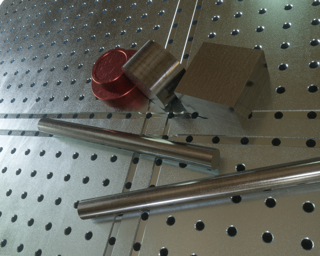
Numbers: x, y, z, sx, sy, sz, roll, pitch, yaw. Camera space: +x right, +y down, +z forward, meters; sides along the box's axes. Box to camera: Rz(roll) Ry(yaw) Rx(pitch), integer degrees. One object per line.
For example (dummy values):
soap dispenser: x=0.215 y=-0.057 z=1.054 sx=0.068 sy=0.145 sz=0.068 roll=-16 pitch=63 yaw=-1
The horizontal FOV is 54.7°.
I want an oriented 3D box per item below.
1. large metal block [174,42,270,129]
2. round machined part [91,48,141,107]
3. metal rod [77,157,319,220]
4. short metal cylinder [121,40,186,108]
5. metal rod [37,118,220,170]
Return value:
large metal block: x=0.078 y=-0.055 z=0.384 sx=0.080 sy=0.050 sz=0.080 roll=20 pitch=72 yaw=35
round machined part: x=-0.066 y=-0.085 z=0.483 sx=0.098 sy=0.042 sz=0.098 roll=-13 pitch=56 yaw=20
metal rod: x=0.040 y=0.069 z=0.343 sx=0.301 sy=0.025 sz=0.025 roll=-14 pitch=56 yaw=19
short metal cylinder: x=-0.006 y=-0.071 z=0.419 sx=0.050 sy=0.080 sz=0.080 roll=-47 pitch=52 yaw=-4
metal rod: x=-0.063 y=0.016 z=0.430 sx=0.300 sy=0.025 sz=0.025 roll=9 pitch=66 yaw=31
